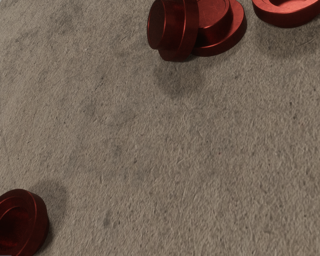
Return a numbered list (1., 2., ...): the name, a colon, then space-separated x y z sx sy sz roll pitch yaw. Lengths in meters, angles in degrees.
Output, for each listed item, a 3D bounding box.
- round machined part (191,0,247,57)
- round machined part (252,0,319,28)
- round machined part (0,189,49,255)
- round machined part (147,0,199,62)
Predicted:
1. round machined part: 0.072 -0.155 0.449 0.098 0.042 0.098 -13 56 20
2. round machined part: 0.174 -0.171 0.407 0.098 0.042 0.098 -13 56 20
3. round machined part: -0.187 0.134 0.407 0.098 0.042 0.098 -13 56 20
4. round machined part: 0.013 -0.144 0.437 0.042 0.097 0.098 -1 50 -23
